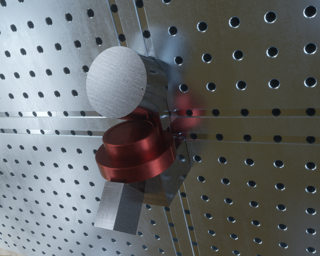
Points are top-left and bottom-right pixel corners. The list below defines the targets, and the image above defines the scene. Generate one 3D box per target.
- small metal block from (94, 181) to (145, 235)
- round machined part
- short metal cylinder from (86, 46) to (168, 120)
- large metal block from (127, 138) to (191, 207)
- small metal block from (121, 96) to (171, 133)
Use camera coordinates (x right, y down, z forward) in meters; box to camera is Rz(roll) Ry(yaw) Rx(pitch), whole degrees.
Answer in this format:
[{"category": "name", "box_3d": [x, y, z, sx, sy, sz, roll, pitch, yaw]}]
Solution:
[{"category": "small metal block", "box_3d": [-0.045, 0.093, 0.358, 0.025, 0.050, 0.050, 1, 157, 27]}, {"category": "round machined part", "box_3d": [-0.032, 0.021, 0.379, 0.098, 0.098, 0.042, 1, 119, 27]}, {"category": "short metal cylinder", "box_3d": [-0.038, -0.049, 0.361, 0.080, 0.050, 0.080, -1, 88, 27]}, {"category": "large metal block", "box_3d": [-0.014, 0.054, 0.414, 0.080, 0.080, 0.050, 1, 119, 27]}, {"category": "small metal block", "box_3d": [-0.018, -0.022, 0.404, 0.050, 0.025, 0.050, 1, 119, 27]}]
